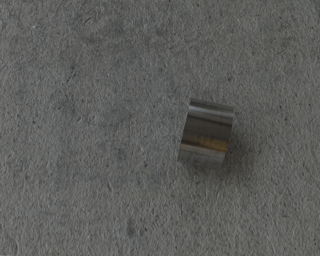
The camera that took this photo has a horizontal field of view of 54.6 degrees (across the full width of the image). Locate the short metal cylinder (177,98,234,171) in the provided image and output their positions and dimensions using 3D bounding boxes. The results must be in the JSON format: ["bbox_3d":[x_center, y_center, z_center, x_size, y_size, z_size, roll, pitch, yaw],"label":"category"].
[{"bbox_3d":[0.054,0.007,0.377,0.050,0.080,0.080,13,71,5],"label":"short metal cylinder"}]
